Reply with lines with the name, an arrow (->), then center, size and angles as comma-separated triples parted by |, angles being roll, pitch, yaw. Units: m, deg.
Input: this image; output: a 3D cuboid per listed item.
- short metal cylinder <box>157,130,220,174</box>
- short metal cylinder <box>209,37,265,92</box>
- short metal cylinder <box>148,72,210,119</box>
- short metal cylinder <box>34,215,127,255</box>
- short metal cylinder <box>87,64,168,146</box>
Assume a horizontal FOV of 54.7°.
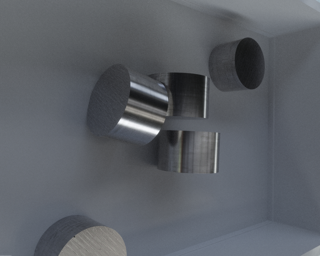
short metal cylinder -> 0.037, 0.030, 0.404 | 0.081, 0.080, 0.050 | 4, 87, -40
short metal cylinder -> 0.124, -0.100, 0.497 | 0.081, 0.050, 0.079 | 0, 90, -40
short metal cylinder -> 0.021, -0.037, 0.391 | 0.081, 0.080, 0.050 | 3, 89, -40
short metal cylinder -> -0.082, 0.137, 0.323 | 0.081, 0.050, 0.079 | 0, 90, -40
short metal cylinder -> -0.037, -0.024, 0.341 | 0.050, 0.080, 0.080 | 19, 78, -39
